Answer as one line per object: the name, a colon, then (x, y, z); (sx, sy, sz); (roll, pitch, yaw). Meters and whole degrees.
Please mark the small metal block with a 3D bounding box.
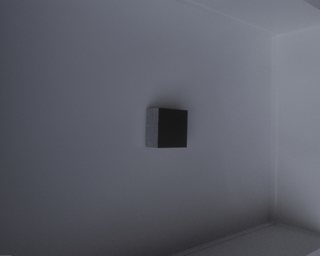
small metal block: (0.009, 0.000, 0.408); (0.050, 0.025, 0.050); (2, 89, -40)
